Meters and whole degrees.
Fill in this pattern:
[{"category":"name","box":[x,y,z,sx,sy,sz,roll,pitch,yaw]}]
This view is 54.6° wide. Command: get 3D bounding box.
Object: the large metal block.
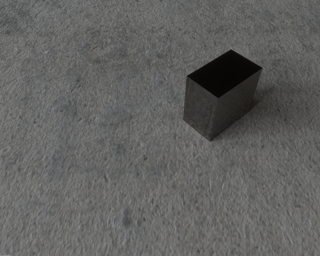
[{"category":"large metal block","box":[0.079,-0.042,0.404,0.080,0.080,0.050,-34,58,-25]}]
